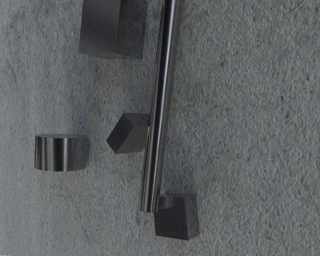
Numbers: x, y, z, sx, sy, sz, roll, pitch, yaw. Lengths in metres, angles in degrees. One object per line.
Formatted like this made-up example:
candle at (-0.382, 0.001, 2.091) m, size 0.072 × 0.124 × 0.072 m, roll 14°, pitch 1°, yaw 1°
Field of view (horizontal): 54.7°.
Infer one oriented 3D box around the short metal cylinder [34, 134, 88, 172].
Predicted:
short metal cylinder at (-0.158, 0.037, 0.496) m, size 0.080 × 0.081 × 0.050 m, roll 5°, pitch 94°, yaw 39°

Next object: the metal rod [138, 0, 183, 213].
metal rod at (0.003, -0.047, 0.383) m, size 0.025 × 0.025 × 0.298 m, roll 6°, pitch 88°, yaw 39°

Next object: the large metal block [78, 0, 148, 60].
large metal block at (-0.068, -0.143, 0.442) m, size 0.080 × 0.050 × 0.079 m, roll 11°, pitch 97°, yaw 39°

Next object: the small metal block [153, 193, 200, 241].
small metal block at (0.020, 0.109, 0.387) m, size 0.050 × 0.025 × 0.050 m, roll -8°, pitch 85°, yaw 39°

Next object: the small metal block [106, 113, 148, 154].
small metal block at (-0.036, 0.007, 0.416) m, size 0.025 × 0.050 × 0.050 m, roll 50°, pitch 119°, yaw 28°
